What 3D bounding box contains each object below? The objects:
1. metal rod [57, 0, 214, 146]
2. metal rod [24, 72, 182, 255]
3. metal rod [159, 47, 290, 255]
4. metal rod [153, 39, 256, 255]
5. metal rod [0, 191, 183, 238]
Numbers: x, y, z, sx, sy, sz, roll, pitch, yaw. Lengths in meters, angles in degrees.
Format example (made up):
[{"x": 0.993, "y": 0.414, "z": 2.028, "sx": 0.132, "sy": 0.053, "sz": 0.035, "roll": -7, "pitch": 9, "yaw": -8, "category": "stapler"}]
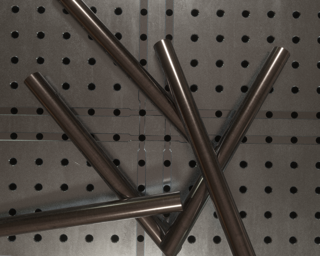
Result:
[{"x": -0.038, "y": -0.080, "z": 0.412, "sx": 0.025, "sy": 0.025, "sz": 0.300, "roll": -43, "pitch": 91, "yaw": 0, "category": "metal rod"}, {"x": -0.075, "y": 0.050, "z": 0.412, "sx": 0.025, "sy": 0.025, "sz": 0.300, "roll": -39, "pitch": 91, "yaw": 0, "category": "metal rod"}, {"x": 0.086, "y": 0.026, "z": 0.401, "sx": 0.025, "sy": 0.025, "sz": 0.299, "roll": 31, "pitch": 85, "yaw": -1, "category": "metal rod"}, {"x": 0.052, "y": 0.025, "z": 0.380, "sx": 0.025, "sy": 0.025, "sz": 0.299, "roll": -20, "pitch": 77, "yaw": 0, "category": "metal rod"}, {"x": -0.121, "y": 0.115, "z": 0.395, "sx": 0.302, "sy": 0.025, "sz": 0.025, "roll": -10, "pitch": 90, "yaw": 6, "category": "metal rod"}]
